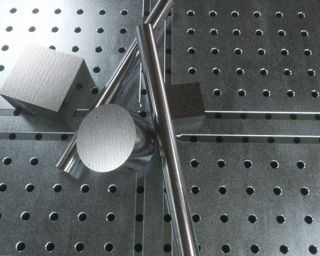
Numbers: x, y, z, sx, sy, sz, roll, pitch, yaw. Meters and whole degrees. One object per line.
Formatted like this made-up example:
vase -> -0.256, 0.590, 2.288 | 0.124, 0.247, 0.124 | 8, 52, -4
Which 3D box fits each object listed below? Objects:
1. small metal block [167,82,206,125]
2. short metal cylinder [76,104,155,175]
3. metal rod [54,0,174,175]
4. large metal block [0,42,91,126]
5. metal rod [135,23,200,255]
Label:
small metal block -> 0.032, -0.033, 0.424 | 0.050, 0.025, 0.050 | -7, 70, -3
short metal cylinder -> -0.053, 0.015, 0.377 | 0.080, 0.050, 0.080 | -6, 76, 23
metal rod -> -0.056, -0.072, 0.437 | 0.025, 0.025, 0.300 | 25, 72, 8
large metal block -> -0.150, -0.059, 0.418 | 0.080, 0.050, 0.080 | 17, 71, 6
metal rod -> 0.006, 0.009, 0.388 | 0.025, 0.025, 0.299 | -10, 78, -4
